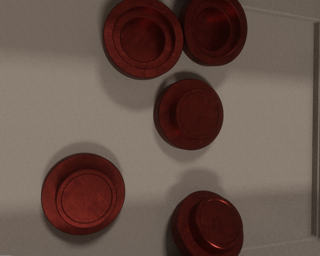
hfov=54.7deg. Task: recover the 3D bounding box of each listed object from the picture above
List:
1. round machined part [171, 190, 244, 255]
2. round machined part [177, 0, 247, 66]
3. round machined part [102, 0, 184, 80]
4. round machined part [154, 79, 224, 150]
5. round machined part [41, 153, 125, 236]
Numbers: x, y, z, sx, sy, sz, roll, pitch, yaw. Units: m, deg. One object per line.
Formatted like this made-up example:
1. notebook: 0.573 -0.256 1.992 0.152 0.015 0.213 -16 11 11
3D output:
1. round machined part: 0.068 0.127 0.404 0.099 0.042 0.098 13 53 -18
2. round machined part: 0.067 -0.133 0.422 0.099 0.042 0.097 -4 100 -24
3. round machined part: -0.023 -0.109 0.391 0.099 0.042 0.097 0 91 -16
4. round machined part: 0.044 -0.018 0.419 0.099 0.042 0.097 0 90 -21
5. round machined part: -0.089 0.080 0.369 0.099 0.042 0.097 0 90 -21
